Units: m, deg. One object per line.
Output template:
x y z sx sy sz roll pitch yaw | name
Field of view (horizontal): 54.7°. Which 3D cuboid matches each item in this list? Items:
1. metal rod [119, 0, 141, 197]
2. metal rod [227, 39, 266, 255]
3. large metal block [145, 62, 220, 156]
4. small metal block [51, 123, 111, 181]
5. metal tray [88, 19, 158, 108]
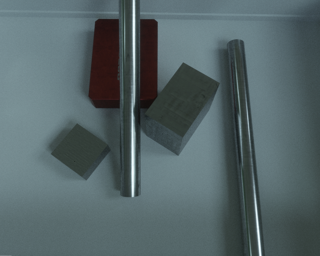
-0.036 -0.067 0.372 0.025 0.025 0.298 0 94 0 | metal rod
0.110 0.017 0.404 0.025 0.025 0.299 1 70 0 | metal rod
0.026 -0.020 0.388 0.050 0.080 0.080 32 73 11 | large metal block
-0.100 0.031 0.397 0.050 0.025 0.050 33 73 11 | small metal block
-0.049 -0.093 0.440 0.091 0.030 0.130 0 70 -1 | metal tray
